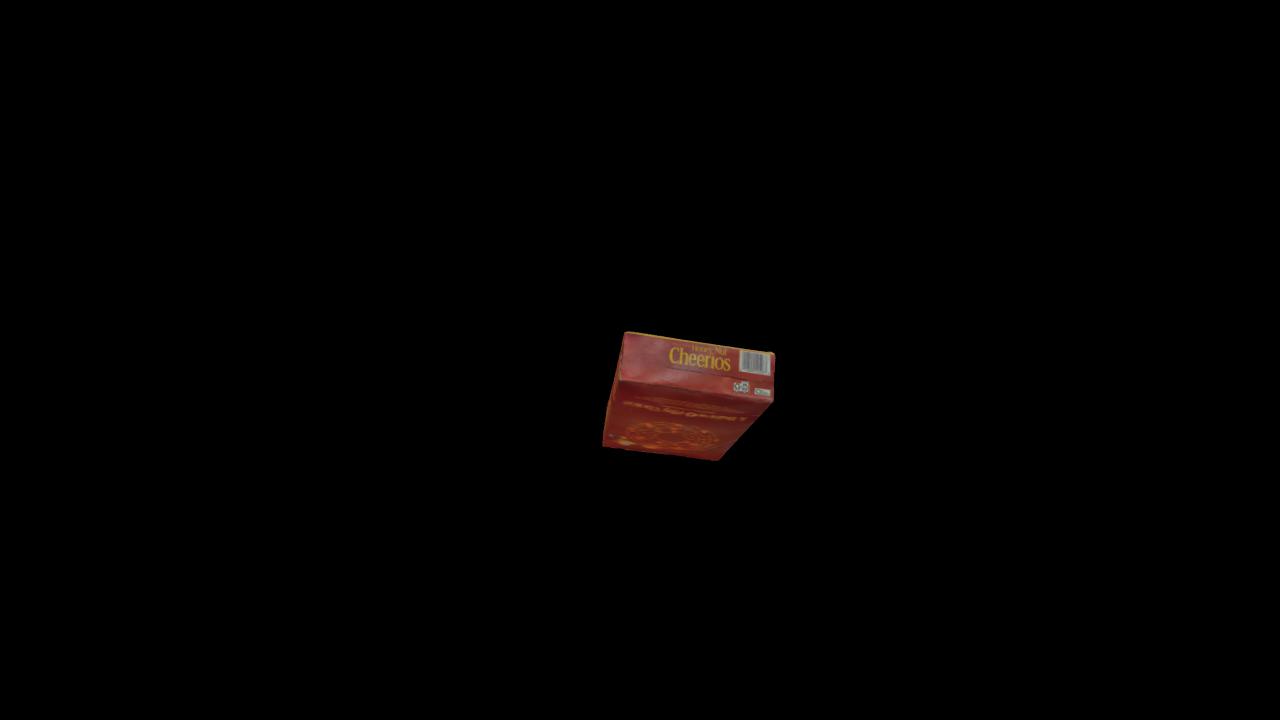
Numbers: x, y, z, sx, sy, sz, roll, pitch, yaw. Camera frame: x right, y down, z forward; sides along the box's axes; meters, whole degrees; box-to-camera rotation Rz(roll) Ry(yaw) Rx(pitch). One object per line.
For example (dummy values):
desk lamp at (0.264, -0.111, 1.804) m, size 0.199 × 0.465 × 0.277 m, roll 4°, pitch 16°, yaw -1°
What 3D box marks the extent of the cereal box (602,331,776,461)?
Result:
cereal box at (0.056, 0.067, 0.910) m, size 0.203 × 0.081 × 0.306 m, roll 8°, pitch -24°, yaw -4°
